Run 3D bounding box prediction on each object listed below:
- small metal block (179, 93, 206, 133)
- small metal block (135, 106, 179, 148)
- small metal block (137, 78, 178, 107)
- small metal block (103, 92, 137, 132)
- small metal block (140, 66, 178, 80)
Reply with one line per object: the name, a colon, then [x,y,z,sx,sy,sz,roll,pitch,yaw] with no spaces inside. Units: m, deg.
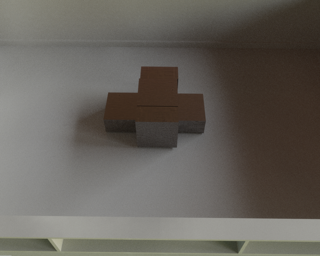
small metal block: [0.034,-0.020,0.420,0.050,0.025,0.050,1,50,0]
small metal block: [-0.003,-0.001,0.385,0.050,0.050,0.025,1,50,0]
small metal block: [-0.003,-0.038,0.401,0.050,0.025,0.050,1,50,0]
small metal block: [-0.047,-0.022,0.420,0.050,0.025,0.050,1,50,0]
small metal block: [-0.001,-0.059,0.435,0.050,0.050,0.025,1,50,0]
